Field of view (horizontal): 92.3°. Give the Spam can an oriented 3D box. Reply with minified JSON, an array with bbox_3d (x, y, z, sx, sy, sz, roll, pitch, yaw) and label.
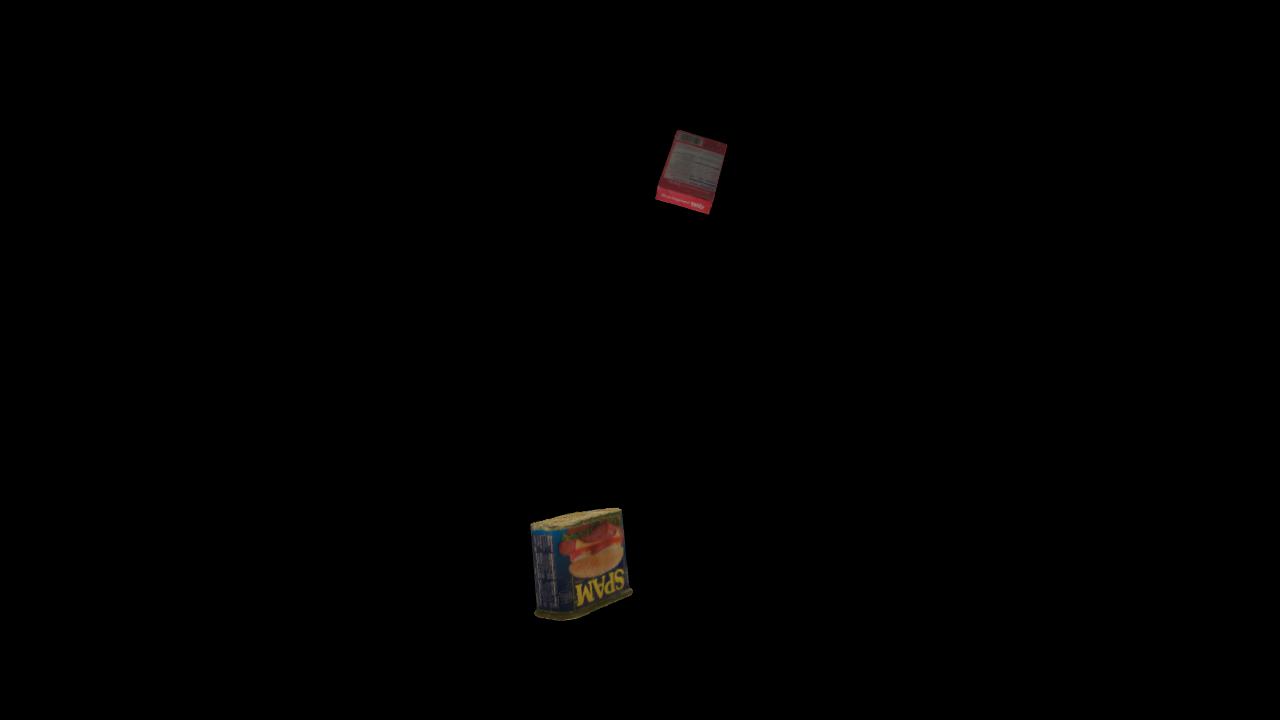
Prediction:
[{"bbox_3d":[-0.057,0.195,0.600,0.058,0.085,0.101,-11,-9,37],"label":"Spam can"}]

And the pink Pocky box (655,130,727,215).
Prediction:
[{"bbox_3d":[0.080,-0.287,0.932,0.084,0.155,0.029,16,-38,0],"label":"pink Pocky box"}]
